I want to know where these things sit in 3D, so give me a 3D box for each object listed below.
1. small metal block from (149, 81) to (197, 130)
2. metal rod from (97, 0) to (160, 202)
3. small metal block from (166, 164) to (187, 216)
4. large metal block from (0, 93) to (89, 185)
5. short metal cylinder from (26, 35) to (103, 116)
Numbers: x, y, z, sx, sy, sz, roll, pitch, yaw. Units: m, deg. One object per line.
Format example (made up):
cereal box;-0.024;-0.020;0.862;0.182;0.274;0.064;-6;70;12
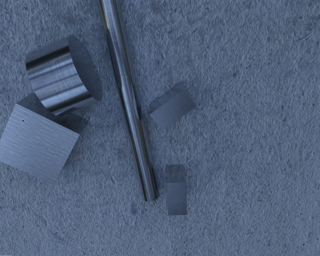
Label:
small metal block;0.015;-0.029;0.386;0.050;0.050;0.025;-35;107;11
metal rod;-0.039;-0.039;0.394;0.025;0.025;0.298;-10;110;3
small metal block;0.022;0.085;0.428;0.025;0.050;0.050;-2;110;0
large metal block;-0.151;0.013;0.399;0.080;0.050;0.080;28;108;-10
short metal cylinder;-0.107;-0.060;0.357;0.050;0.080;0.080;-20;109;7
